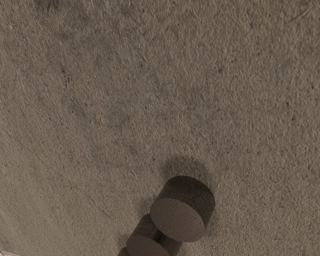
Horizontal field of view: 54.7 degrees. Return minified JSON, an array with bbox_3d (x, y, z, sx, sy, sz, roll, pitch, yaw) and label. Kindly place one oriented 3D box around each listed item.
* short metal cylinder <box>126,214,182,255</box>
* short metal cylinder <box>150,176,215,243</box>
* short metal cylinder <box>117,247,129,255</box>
[{"bbox_3d":[-0.008,0.189,0.510,0.080,0.050,0.079,13,124,20],"label":"short metal cylinder"},{"bbox_3d":[0.033,0.116,0.444,0.080,0.050,0.079,13,124,20],"label":"short metal cylinder"},{"bbox_3d":[-0.054,0.274,0.586,0.080,0.050,0.079,13,124,20],"label":"short metal cylinder"}]
